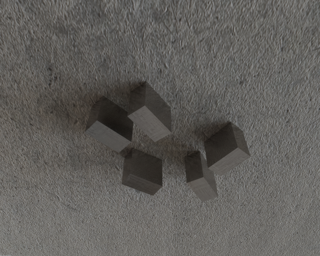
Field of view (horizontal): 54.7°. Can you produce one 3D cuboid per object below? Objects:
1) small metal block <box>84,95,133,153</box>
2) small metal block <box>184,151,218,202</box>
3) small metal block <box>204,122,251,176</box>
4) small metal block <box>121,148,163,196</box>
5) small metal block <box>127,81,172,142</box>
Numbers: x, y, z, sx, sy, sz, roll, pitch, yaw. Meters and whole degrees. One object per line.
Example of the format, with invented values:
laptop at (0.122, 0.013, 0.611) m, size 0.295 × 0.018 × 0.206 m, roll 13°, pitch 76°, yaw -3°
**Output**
small metal block at (-0.061, -0.005, 0.386) m, size 0.050 × 0.050 × 0.025 m, roll 35°, pitch 122°, yaw -26°
small metal block at (0.060, 0.071, 0.452) m, size 0.025 × 0.050 × 0.050 m, roll -24°, pitch 126°, yaw 19°
small metal block at (0.088, 0.028, 0.416) m, size 0.025 × 0.050 × 0.050 m, roll 34°, pitch 122°, yaw -25°
small metal block at (-0.025, 0.062, 0.444) m, size 0.050 × 0.050 × 0.025 m, roll 25°, pitch 126°, yaw -20°
small metal block at (-0.011, -0.020, 0.374) m, size 0.025 × 0.050 × 0.050 m, roll -30°, pitch 124°, yaw 23°
